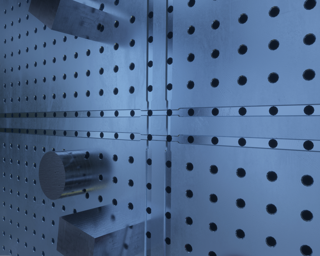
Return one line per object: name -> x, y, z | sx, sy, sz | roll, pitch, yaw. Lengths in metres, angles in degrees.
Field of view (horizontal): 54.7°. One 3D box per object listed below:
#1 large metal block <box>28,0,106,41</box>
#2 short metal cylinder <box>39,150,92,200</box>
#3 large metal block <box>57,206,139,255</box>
large metal block -> -0.149, -0.187, 0.497 | 0.080, 0.081, 0.050 | 40, 114, 33
short metal cylinder -> -0.162, 0.078, 0.527 | 0.080, 0.050, 0.080 | 0, 90, 40
large metal block -> -0.089, 0.157, 0.448 | 0.080, 0.081, 0.050 | 11, 97, 39
